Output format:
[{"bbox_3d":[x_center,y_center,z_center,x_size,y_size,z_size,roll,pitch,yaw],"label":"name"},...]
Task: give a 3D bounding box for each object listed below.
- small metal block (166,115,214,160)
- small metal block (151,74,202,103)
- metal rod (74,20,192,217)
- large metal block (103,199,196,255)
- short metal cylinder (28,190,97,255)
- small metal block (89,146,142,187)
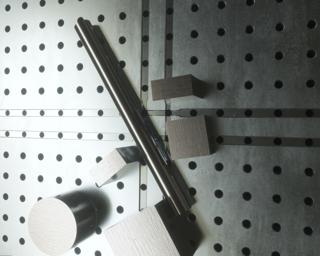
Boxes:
[{"bbox_3d":[0.039,0.012,0.398,0.050,0.025,0.050,-10,87,19],"label":"small metal block"},{"bbox_3d":[0.022,-0.048,0.391,0.050,0.050,0.025,-7,88,19],"label":"small metal block"},{"bbox_3d":[-0.042,-0.020,0.426,0.025,0.025,0.299,-32,80,17],"label":"metal rod"},{"bbox_3d":[-0.013,0.148,0.403,0.080,0.050,0.080,-31,80,17],"label":"large metal block"},{"bbox_3d":[-0.140,0.135,0.447,0.080,0.050,0.079,0,90,19],"label":"short metal cylinder"},{"bbox_3d":[-0.059,0.051,0.419,0.050,0.050,0.025,-41,78,15],"label":"small metal block"}]
